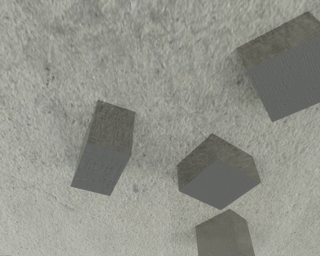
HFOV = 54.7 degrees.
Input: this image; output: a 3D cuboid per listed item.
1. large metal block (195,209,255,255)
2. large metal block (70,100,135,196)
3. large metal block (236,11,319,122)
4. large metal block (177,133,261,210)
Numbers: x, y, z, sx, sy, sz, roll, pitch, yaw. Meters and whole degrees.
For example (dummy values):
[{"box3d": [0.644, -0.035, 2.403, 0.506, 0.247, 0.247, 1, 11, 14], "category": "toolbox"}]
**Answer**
[{"box3d": [0.113, 0.203, 0.546, 0.080, 0.080, 0.050, -36, 122, 26], "category": "large metal block"}, {"box3d": [-0.071, 0.025, 0.392, 0.050, 0.080, 0.079, 18, 128, -15], "category": "large metal block"}, {"box3d": [0.142, -0.064, 0.338, 0.080, 0.050, 0.080, -25, 126, 19], "category": "large metal block"}, {"box3d": [0.082, 0.066, 0.448, 0.080, 0.050, 0.080, 29, 124, -23], "category": "large metal block"}]
